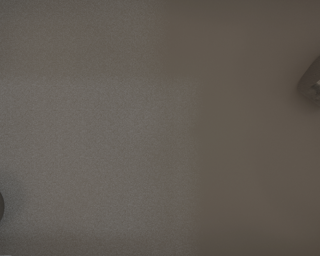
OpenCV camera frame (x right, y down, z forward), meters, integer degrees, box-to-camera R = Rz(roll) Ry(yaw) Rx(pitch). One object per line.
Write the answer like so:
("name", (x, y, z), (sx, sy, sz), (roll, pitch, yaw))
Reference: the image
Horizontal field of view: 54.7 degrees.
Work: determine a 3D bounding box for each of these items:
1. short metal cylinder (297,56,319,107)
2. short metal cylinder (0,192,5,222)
("short metal cylinder", (0.221, -0.063, 0.385), (0.050, 0.080, 0.080), (37, 90, 0))
("short metal cylinder", (-0.244, 0.107, 0.388), (0.081, 0.050, 0.080), (0, 90, -15))
